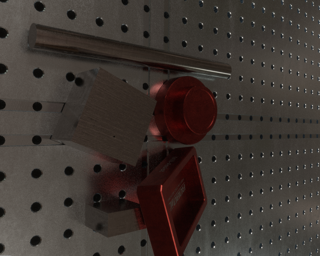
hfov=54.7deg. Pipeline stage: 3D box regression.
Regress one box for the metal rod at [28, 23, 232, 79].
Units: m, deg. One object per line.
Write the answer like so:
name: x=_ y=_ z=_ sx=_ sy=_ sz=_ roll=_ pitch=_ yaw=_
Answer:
metal rod: x=-0.010 y=-0.091 z=0.402 sx=0.302 sy=0.025 sz=0.025 roll=0 pitch=90 yaw=-40

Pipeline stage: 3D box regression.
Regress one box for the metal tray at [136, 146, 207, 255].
metal tray: x=0.022 y=0.087 z=0.391 sx=0.131 sy=0.030 sz=0.089 roll=-37 pitch=116 yaw=-62

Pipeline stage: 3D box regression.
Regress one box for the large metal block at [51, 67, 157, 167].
large metal block: x=-0.060 y=-0.010 z=0.344 sx=0.080 sy=0.050 sz=0.080 roll=28 pitch=72 yaw=-37

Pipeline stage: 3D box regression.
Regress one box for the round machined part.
round machined part: x=0.043 y=-0.025 z=0.437 sx=0.099 sy=0.042 sz=0.097 roll=0 pitch=90 yaw=-40

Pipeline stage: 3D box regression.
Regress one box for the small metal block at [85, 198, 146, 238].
small metal block: x=-0.050 y=0.100 z=0.353 sx=0.050 sy=0.050 sz=0.025 roll=1 pitch=89 yaw=-40
